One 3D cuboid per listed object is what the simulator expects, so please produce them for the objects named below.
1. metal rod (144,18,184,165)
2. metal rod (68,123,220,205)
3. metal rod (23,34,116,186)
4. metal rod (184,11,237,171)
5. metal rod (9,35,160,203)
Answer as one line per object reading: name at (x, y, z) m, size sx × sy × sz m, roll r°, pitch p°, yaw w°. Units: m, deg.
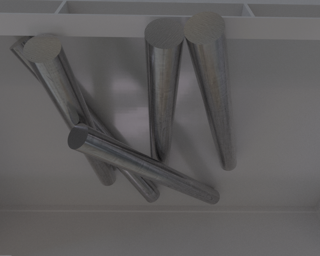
metal rod at (0.001, 0.002, 0.330) m, size 0.025 × 0.025 × 0.299 m, roll 0°, pitch 156°, yaw -1°
metal rod at (0.007, 0.060, 0.392) m, size 0.025 × 0.025 × 0.301 m, roll -28°, pitch 146°, yaw 22°
metal rod at (-0.079, 0.012, 0.342) m, size 0.025 × 0.025 × 0.299 m, roll 0°, pitch 154°, yaw 0°
metal rod at (0.064, -0.005, 0.322) m, size 0.025 × 0.025 × 0.300 m, roll -12°, pitch 155°, yaw 10°
metal rod at (-0.080, 0.009, 0.416) m, size 0.025 × 0.025 × 0.300 m, roll -22°, pitch 127°, yaw 17°
